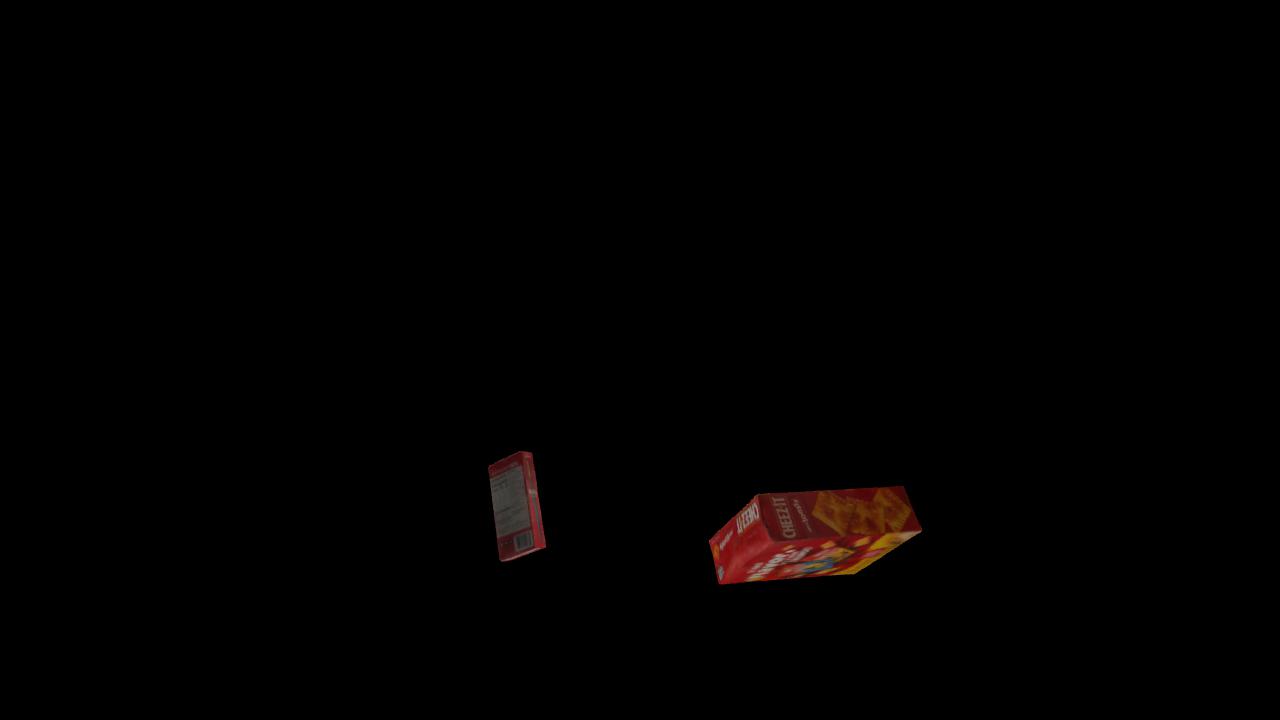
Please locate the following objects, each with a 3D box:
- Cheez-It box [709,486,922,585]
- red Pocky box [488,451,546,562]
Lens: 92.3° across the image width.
[{"bbox_3d":[0.225,0.233,0.812,0.223,0.071,0.166,2,-37,-19],"label":"Cheez-It box"},{"bbox_3d":[-0.195,0.229,0.969,0.083,0.155,0.028,-27,-27,30],"label":"red Pocky box"}]
